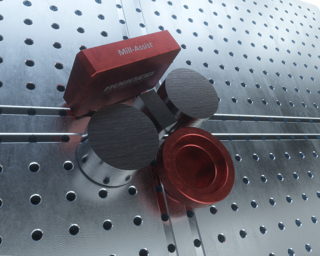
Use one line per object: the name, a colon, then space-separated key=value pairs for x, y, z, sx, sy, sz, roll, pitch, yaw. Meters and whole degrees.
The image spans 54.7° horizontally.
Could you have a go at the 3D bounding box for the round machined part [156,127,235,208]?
round machined part: x=0.040 y=0.051 z=0.382 sx=0.099 sy=0.042 sz=0.098 roll=14 pitch=56 yaw=-21

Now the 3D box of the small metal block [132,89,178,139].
small metal block: x=-0.012 y=-0.012 z=0.387 sx=0.025 sy=0.050 sz=0.050 roll=-28 pitch=78 yaw=-37

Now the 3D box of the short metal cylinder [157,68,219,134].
short metal cylinder: x=0.033 y=-0.035 z=0.426 sx=0.081 sy=0.050 sz=0.080 roll=14 pitch=56 yaw=-21

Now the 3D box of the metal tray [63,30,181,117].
metal tray: x=-0.045 y=-0.067 z=0.377 sx=0.131 sy=0.090 sz=0.030 roll=-26 pitch=77 yaw=-36

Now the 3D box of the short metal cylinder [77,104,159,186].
short metal cylinder: x=-0.048 y=0.019 z=0.350 sx=0.081 sy=0.050 sz=0.080 roll=14 pitch=56 yaw=-21
